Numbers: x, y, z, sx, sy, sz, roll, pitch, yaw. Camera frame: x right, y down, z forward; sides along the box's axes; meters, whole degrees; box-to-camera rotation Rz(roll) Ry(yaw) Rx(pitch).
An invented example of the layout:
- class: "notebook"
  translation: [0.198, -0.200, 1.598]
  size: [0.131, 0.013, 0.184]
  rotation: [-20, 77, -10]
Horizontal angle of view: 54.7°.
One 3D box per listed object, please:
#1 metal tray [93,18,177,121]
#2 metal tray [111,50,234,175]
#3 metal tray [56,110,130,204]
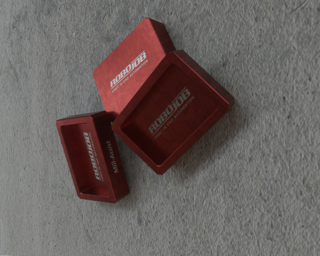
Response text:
- class: "metal tray"
  translation: [-0.034, -0.075, 0.430]
  size: [0.130, 0.030, 0.090]
  rotation: [-35, 69, 34]
- class: "metal tray"
  translation: [0.011, -0.016, 0.370]
  size: [0.090, 0.030, 0.129]
  rotation: [44, 119, 4]
- class: "metal tray"
  translation: [-0.101, 0.044, 0.462]
  size: [0.090, 0.030, 0.129]
  rotation: [-5, 103, 40]
